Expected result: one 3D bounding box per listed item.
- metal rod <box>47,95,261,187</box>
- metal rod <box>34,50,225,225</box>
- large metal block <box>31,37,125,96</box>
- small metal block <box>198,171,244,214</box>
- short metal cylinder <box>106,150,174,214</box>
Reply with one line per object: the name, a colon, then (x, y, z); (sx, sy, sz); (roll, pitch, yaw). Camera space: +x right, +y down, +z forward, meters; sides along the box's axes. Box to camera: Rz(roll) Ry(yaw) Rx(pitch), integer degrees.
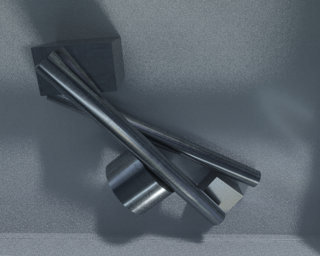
metal rod: (-0.001, 0.013, 0.415); (0.302, 0.025, 0.025); (24, 108, -9)
metal rod: (-0.015, 0.030, 0.359); (0.025, 0.025, 0.300); (-38, 119, 13)
large metal block: (-0.087, -0.073, 0.353); (0.081, 0.080, 0.050); (-3, 110, 1)
small metal block: (0.082, 0.095, 0.446); (0.050, 0.025, 0.050); (36, 106, -13)
short metal cylinder: (-0.024, 0.064, 0.403); (0.050, 0.080, 0.080); (-38, 106, 12)
